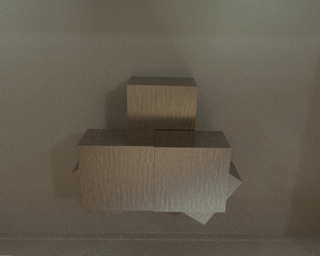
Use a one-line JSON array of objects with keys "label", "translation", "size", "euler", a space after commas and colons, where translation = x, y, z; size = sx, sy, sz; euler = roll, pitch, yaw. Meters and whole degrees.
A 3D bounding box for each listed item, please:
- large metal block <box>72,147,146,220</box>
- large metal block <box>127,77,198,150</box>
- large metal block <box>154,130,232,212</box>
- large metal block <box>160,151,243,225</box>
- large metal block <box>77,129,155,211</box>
[{"label": "large metal block", "translation": [-0.057, 0.065, 0.419], "size": [0.080, 0.050, 0.080], "euler": [-25, 108, 8]}, {"label": "large metal block", "translation": [0.002, -0.020, 0.389], "size": [0.081, 0.050, 0.079], "euler": [1, 110, -1]}, {"label": "large metal block", "translation": [0.034, 0.049, 0.360], "size": [0.081, 0.050, 0.079], "euler": [1, 110, -1]}, {"label": "large metal block", "translation": [0.049, 0.070, 0.421], "size": [0.080, 0.050, 0.080], "euler": [33, 107, -11]}, {"label": "large metal block", "translation": [-0.047, 0.047, 0.360], "size": [0.081, 0.050, 0.079], "euler": [1, 110, -1]}]
